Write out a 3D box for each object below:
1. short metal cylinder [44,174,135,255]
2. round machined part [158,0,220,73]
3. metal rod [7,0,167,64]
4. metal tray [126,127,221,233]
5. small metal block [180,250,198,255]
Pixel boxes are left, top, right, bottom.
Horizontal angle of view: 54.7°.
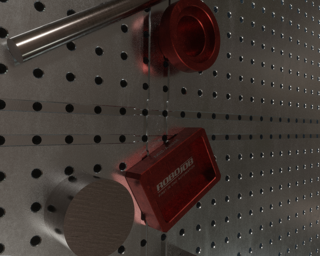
[{"bbox_3d":[-0.075,0.092,0.332,0.081,0.050,0.079,0,91,-40],"label":"short metal cylinder"},{"bbox_3d":[0.036,-0.126,0.430,0.099,0.042,0.097,0,90,-40],"label":"round machined part"},{"bbox_3d":[-0.039,-0.150,0.377,0.302,0.025,0.025,-38,114,-34],"label":"metal rod"},{"bbox_3d":[0.025,0.067,0.428,0.131,0.030,0.090,-35,112,-35],"label":"metal tray"},{"bbox_3d":[0.044,0.206,0.433,0.025,0.050,0.050,50,61,-29],"label":"small metal block"}]
